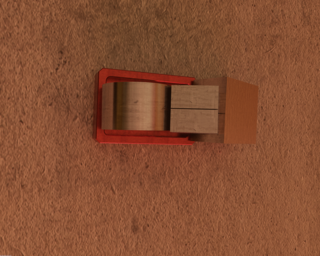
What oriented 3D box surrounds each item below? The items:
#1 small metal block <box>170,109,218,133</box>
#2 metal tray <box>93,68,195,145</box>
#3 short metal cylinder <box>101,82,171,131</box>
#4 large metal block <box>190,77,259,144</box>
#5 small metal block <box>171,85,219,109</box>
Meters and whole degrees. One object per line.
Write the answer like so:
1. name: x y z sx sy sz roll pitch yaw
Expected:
1. small metal block: 0.039 -0.007 0.355 0.050 0.050 0.025 2 88 6
2. metal tray: -0.018 -0.025 0.401 0.131 0.030 0.089 2 89 -20
3. short metal cylinder: -0.026 -0.023 0.358 0.081 0.080 0.050 1 90 -20
4. large metal block: 0.088 -0.020 0.414 0.081 0.050 0.080 4 89 -46
5. small metal block: 0.040 -0.032 0.356 0.050 0.050 0.025 2 88 6
